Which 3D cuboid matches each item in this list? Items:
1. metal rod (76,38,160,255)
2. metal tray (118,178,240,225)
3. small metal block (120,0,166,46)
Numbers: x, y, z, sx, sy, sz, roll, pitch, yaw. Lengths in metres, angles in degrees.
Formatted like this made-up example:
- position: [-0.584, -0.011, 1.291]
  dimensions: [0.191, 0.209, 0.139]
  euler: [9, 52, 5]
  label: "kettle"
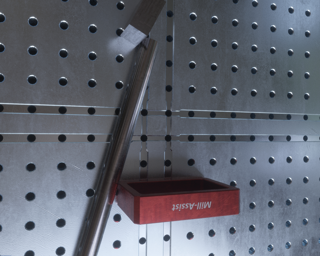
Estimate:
- position: [-0.053, 0.030, 0.392]
  dimensions: [0.025, 0.025, 0.299]
  euler: [18, 84, -19]
  label: "metal rod"
- position: [0.020, 0.086, 0.385]
  dimensions: [0.131, 0.090, 0.030]
  euler: [0, 90, -20]
  label: "metal tray"
- position: [-0.023, -0.137, 0.391]
  dimensions: [0.025, 0.050, 0.050]
  euler: [30, 80, -18]
  label: "small metal block"
